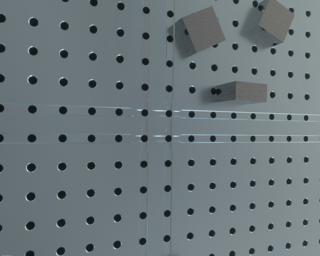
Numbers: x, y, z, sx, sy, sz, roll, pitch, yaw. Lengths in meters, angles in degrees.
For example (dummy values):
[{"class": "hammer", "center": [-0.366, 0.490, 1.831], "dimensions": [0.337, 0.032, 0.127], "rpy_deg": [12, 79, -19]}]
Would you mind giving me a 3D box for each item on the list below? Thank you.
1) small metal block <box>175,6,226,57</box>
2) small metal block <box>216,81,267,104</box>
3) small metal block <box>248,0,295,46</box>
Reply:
[{"class": "small metal block", "center": [0.056, -0.135, 0.433], "dimensions": [0.050, 0.025, 0.050], "rpy_deg": [-27, 99, -18]}, {"class": "small metal block", "center": [0.115, -0.049, 0.441], "dimensions": [0.050, 0.050, 0.025], "rpy_deg": [2, 90, -20]}, {"class": "small metal block", "center": [0.171, -0.162, 0.475], "dimensions": [0.050, 0.025, 0.050], "rpy_deg": [27, 81, -18]}]
